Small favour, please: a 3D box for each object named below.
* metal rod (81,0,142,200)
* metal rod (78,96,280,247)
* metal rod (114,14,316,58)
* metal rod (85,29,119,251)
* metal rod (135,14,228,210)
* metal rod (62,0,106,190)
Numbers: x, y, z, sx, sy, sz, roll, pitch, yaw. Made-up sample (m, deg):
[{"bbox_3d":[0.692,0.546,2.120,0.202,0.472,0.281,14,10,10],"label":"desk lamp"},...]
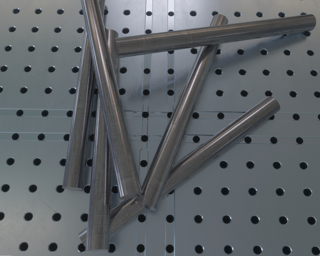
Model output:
[{"bbox_3d":[-0.068,-0.059,0.396,0.025,0.025,0.299,-13,67,-5],"label":"metal rod"},{"bbox_3d":[0.033,0.050,0.393,0.301,0.025,0.025,-34,74,-12],"label":"metal rod"},{"bbox_3d":[0.087,-0.130,0.429,0.302,0.025,0.025,-12,70,-17],"label":"metal rod"},{"bbox_3d":[-0.071,-0.004,0.398,0.025,0.025,0.299,-1,64,0],"label":"metal rod"},{"bbox_3d":[0.038,-0.038,0.410,0.025,0.025,0.300,20,66,7],"label":"metal rod"},{"bbox_3d":[-0.103,-0.065,0.435,0.025,0.025,0.299,2,70,1],"label":"metal rod"}]
